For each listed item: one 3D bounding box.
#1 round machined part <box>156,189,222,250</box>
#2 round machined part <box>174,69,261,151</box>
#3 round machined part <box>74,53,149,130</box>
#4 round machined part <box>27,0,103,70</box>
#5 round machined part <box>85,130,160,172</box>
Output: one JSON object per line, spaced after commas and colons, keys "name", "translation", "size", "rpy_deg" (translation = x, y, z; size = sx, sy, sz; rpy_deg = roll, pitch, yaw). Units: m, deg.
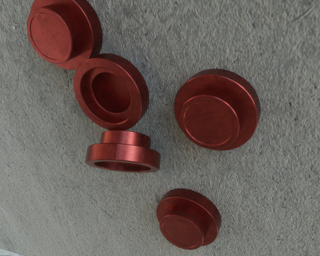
{"name": "round machined part", "translation": [0.039, 0.142, 0.464], "size": [0.098, 0.042, 0.097], "rpy_deg": [13, 124, 21]}
{"name": "round machined part", "translation": [0.061, -0.014, 0.355], "size": [0.098, 0.042, 0.097], "rpy_deg": [13, 124, 21]}
{"name": "round machined part", "translation": [-0.057, -0.048, 0.396], "size": [0.098, 0.042, 0.097], "rpy_deg": [13, 124, 21]}
{"name": "round machined part", "translation": [-0.125, -0.119, 0.388], "size": [0.098, 0.042, 0.097], "rpy_deg": [13, 124, 21]}
{"name": "round machined part", "translation": [-0.048, 0.032, 0.418], "size": [0.099, 0.042, 0.098], "rpy_deg": [4, 164, 1]}
